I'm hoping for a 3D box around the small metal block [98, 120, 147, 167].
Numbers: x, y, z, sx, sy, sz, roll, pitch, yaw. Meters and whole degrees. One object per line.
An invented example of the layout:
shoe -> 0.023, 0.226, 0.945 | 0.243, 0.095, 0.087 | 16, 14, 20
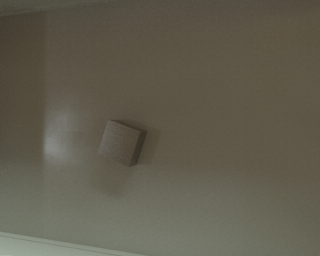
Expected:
small metal block -> -0.052, 0.020, 0.428 | 0.050, 0.025, 0.050 | 20, 96, 18
